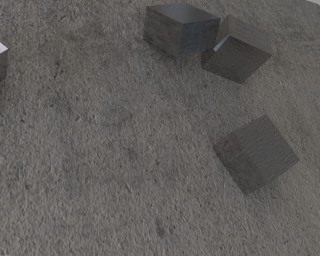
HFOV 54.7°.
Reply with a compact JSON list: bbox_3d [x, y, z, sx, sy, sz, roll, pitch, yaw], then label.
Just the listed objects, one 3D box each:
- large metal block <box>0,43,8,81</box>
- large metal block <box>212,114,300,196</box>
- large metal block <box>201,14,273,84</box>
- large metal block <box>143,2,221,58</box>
[{"bbox_3d":[-0.218,-0.071,0.314,0.080,0.050,0.080,39,51,-2],"label":"large metal block"},{"bbox_3d":[0.135,0.036,0.438,0.081,0.050,0.080,-22,74,-36],"label":"large metal block"},{"bbox_3d":[0.124,-0.127,0.512,0.081,0.080,0.050,18,55,-18],"label":"large metal block"},{"bbox_3d":[0.033,-0.154,0.479,0.081,0.050,0.080,-23,47,-36],"label":"large metal block"}]
